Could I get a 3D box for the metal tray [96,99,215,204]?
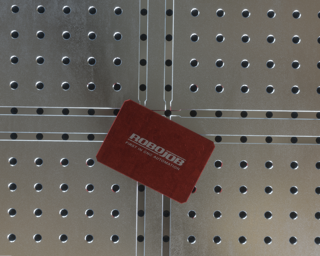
[{"bbox_3d":[-0.006,0.030,0.411,0.130,0.030,0.090,27,90,-1],"label":"metal tray"}]
